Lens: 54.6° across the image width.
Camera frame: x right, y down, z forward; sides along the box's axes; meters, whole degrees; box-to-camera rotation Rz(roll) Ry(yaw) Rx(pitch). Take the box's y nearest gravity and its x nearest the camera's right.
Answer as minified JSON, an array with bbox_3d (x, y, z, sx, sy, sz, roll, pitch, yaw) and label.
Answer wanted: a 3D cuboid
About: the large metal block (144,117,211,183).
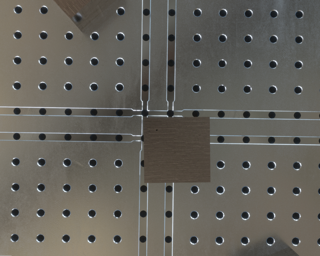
[{"bbox_3d":[0.021,0.026,0.401,0.080,0.050,0.080,-1,90,0],"label":"large metal block"}]

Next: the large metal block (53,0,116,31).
[{"bbox_3d":[-0.106,-0.189,0.400,0.080,0.050,0.080,-42,90,0],"label":"large metal block"}]

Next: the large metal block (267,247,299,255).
[{"bbox_3d":[0.156,0.216,0.402,0.080,0.050,0.080,-22,90,0],"label":"large metal block"}]
